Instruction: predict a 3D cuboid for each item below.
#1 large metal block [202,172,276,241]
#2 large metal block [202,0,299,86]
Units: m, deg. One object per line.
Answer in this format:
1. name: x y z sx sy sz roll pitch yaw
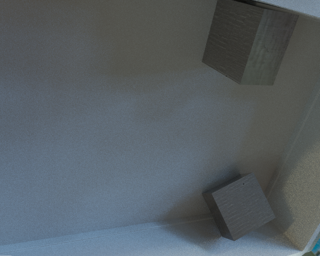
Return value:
1. large metal block: 0.129 0.128 0.515 0.081 0.050 0.080 -23 83 -15
2. large metal block: 0.101 -0.103 0.364 0.050 0.080 0.079 -3 120 -27
